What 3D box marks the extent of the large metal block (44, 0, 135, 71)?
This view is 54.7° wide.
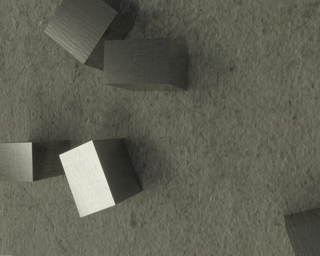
[{"bbox_3d":[-0.097,-0.139,0.429,0.080,0.050,0.080,40,102,15],"label":"large metal block"}]

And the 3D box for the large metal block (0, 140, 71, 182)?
[{"bbox_3d":[-0.186,0.044,0.444,0.080,0.080,0.050,-2,90,19],"label":"large metal block"}]

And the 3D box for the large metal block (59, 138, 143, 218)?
[{"bbox_3d":[-0.074,0.060,0.405,0.050,0.080,0.080,-24,82,18],"label":"large metal block"}]

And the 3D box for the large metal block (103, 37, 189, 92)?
[{"bbox_3d":[-0.014,-0.075,0.384,0.080,0.080,0.050,3,91,19],"label":"large metal block"}]

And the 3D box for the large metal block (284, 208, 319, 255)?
[{"bbox_3d":[0.188,0.130,0.330,0.080,0.050,0.080,-20,84,18],"label":"large metal block"}]
